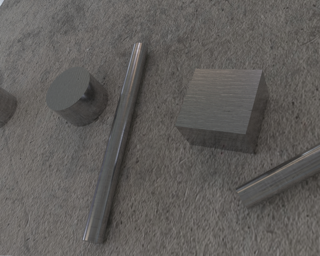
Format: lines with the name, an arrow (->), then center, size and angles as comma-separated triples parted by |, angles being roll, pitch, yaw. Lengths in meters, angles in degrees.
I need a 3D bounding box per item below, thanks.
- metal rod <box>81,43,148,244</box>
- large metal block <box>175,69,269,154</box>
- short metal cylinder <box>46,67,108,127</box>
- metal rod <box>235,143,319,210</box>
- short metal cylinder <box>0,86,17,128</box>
metal rod -> -0.055, 0.003, 0.431 | 0.025, 0.025, 0.300 | -4, 60, 26
large metal block -> 0.075, -0.021, 0.362 | 0.080, 0.050, 0.080 | 7, 65, 31
short metal cylinder -> -0.129, -0.049, 0.486 | 0.080, 0.050, 0.080 | -13, 56, 21
metal rod -> 0.211, -0.003, 0.294 | 0.300, 0.025, 0.025 | -31, 52, 8
short metal cylinder -> -0.319, -0.041, 0.581 | 0.080, 0.050, 0.080 | -13, 56, 21
